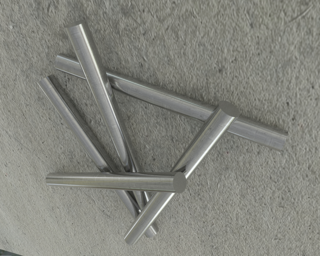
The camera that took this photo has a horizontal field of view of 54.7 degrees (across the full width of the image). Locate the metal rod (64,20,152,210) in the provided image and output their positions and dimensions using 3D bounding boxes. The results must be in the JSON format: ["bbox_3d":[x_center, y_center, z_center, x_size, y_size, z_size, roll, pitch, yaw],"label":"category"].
[{"bbox_3d":[-0.055,0.008,0.416,0.025,0.025,0.298,2,127,27],"label":"metal rod"}]

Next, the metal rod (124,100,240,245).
[{"bbox_3d":[0.013,0.080,0.414,0.025,0.025,0.298,35,129,5],"label":"metal rod"}]

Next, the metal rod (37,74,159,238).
[{"bbox_3d":[-0.090,0.052,0.484,0.025,0.025,0.299,-22,107,36],"label":"metal rod"}]

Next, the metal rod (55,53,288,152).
[{"bbox_3d":[0.001,-0.038,0.381,0.301,0.025,0.025,21,126,15],"label":"metal rod"}]

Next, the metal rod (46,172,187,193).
[{"bbox_3d":[-0.087,0.079,0.463,0.300,0.025,0.025,-8,115,42],"label":"metal rod"}]
